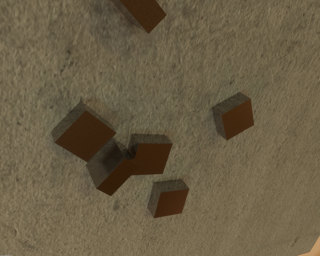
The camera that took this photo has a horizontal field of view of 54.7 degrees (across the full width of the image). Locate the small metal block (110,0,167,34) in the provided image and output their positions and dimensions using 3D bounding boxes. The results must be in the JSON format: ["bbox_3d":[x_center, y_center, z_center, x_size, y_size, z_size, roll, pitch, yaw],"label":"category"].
[{"bbox_3d":[-0.027,-0.124,0.300,0.025,0.050,0.050,-46,130,4],"label":"small metal block"}]

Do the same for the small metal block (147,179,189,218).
[{"bbox_3d":[0.013,0.110,0.484,0.050,0.025,0.050,-2,119,-28],"label":"small metal block"}]

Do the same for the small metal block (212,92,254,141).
[{"bbox_3d":[0.108,-0.017,0.458,0.050,0.025,0.050,-29,129,-11],"label":"small metal block"}]

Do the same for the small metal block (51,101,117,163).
[{"bbox_3d":[-0.089,0.005,0.363,0.050,0.025,0.050,-45,130,3],"label":"small metal block"}]

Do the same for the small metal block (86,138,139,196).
[{"bbox_3d":[-0.061,0.048,0.388,0.050,0.050,0.025,-46,130,4],"label":"small metal block"}]

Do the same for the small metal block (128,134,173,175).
[{"bbox_3d":[-0.017,0.036,0.422,0.050,0.025,0.050,3,117,-30],"label":"small metal block"}]
